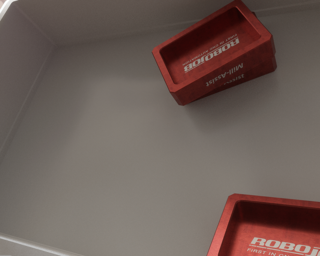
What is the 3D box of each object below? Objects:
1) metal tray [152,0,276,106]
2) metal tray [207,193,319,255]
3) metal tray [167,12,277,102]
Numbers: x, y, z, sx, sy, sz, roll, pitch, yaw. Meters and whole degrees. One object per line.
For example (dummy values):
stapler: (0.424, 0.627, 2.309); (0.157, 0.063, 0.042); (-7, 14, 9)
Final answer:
metal tray: (0.063, -0.095, 0.388); (0.130, 0.030, 0.090); (-28, 52, 10)
metal tray: (0.112, 0.100, 0.254); (0.130, 0.030, 0.090); (0, 29, 28)
metal tray: (0.078, -0.095, 0.420); (0.130, 0.030, 0.090); (-20, 54, 16)
